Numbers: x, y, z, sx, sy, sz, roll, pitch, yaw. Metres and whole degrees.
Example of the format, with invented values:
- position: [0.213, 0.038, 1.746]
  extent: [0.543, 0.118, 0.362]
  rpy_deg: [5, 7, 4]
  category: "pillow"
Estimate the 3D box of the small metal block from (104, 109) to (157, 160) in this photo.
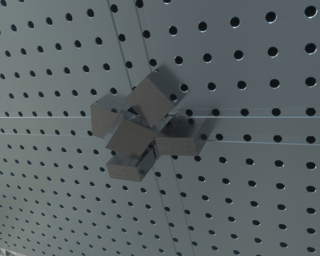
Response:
- position: [-0.040, 0.009, 0.414]
  extent: [0.050, 0.025, 0.050]
  rpy_deg: [23, 115, -26]
  category: "small metal block"

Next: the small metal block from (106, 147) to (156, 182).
- position: [-0.041, 0.050, 0.446]
  extent: [0.050, 0.050, 0.025]
  rpy_deg: [2, 119, 27]
  category: "small metal block"

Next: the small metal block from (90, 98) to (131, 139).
- position: [-0.069, -0.009, 0.440]
  extent: [0.050, 0.025, 0.050]
  rpy_deg: [16, 125, 18]
  category: "small metal block"

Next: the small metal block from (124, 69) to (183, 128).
- position: [-0.008, -0.037, 0.392]
  extent: [0.050, 0.025, 0.050]
  rpy_deg: [46, 129, -5]
  category: "small metal block"

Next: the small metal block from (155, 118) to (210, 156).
- position: [0.029, 0.010, 0.385]
  extent: [0.050, 0.050, 0.025]
  rpy_deg: [-1, 118, 28]
  category: "small metal block"
